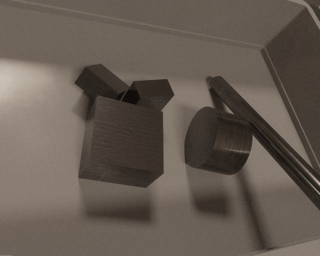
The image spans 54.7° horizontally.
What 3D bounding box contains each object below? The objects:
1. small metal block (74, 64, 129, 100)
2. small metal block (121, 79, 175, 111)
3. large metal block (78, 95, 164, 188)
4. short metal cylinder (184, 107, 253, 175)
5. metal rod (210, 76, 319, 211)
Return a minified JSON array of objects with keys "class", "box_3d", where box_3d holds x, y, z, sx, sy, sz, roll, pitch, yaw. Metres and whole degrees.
[{"class":"small metal block","box_3d":[-0.070,-0.053,0.387,0.050,0.025,0.050,39,18,-2]},{"class":"small metal block","box_3d":[-0.017,-0.038,0.405,0.050,0.050,0.025,-9,67,-33]},{"class":"large metal block","box_3d":[-0.043,0.018,0.357,0.081,0.050,0.080,13,56,-22]},{"class":"short metal cylinder","box_3d":[0.073,0.017,0.401,0.050,0.080,0.080,15,56,-20]},{"class":"metal rod","box_3d":[0.141,0.015,0.395,0.025,0.025,0.300,4,35,-27]}]
